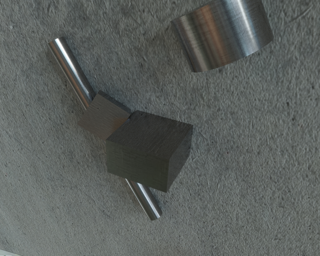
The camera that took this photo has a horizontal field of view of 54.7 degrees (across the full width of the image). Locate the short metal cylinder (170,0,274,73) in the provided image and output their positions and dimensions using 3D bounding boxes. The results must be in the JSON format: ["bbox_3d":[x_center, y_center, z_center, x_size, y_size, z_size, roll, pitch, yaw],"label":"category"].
[{"bbox_3d":[0.056,-0.091,0.284,0.080,0.080,0.050,-14,111,33],"label":"short metal cylinder"}]

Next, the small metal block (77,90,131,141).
[{"bbox_3d":[-0.074,-0.015,0.415,0.050,0.025,0.050,33,103,-13],"label":"small metal block"}]

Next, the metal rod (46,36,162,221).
[{"bbox_3d":[-0.073,0.012,0.450,0.025,0.025,0.299,-15,111,34],"label":"metal rod"}]

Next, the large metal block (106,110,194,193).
[{"bbox_3d":[-0.011,0.026,0.392,0.080,0.080,0.050,16,125,19],"label":"large metal block"}]
